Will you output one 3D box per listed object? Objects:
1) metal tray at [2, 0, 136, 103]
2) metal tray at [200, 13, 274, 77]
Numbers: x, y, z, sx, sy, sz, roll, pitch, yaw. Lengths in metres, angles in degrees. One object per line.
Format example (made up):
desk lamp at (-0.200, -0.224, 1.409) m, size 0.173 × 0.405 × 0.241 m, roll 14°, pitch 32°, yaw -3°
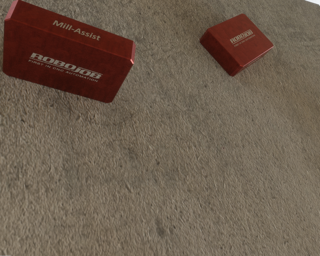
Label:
metal tray at (-0.104, -0.080, 0.354) m, size 0.131 × 0.090 × 0.030 m, roll 15°, pitch 56°, yaw -20°
metal tray at (0.144, -0.157, 0.574) m, size 0.131 × 0.030 × 0.090 m, roll -34°, pitch 81°, yaw -38°
